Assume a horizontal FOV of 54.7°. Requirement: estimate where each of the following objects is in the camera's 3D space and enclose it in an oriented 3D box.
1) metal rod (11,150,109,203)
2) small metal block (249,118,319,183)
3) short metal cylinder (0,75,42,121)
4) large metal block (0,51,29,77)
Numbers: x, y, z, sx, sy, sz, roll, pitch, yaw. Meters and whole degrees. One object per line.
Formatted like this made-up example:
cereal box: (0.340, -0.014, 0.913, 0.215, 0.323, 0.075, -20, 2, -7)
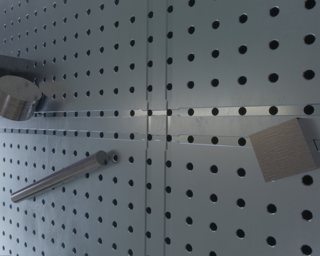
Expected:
metal rod: (-0.198, 0.098, 0.572, 0.299, 0.025, 0.025, -25, 74, 37)
small metal block: (0.124, 0.022, 0.307, 0.050, 0.025, 0.050, -26, 74, 37)
short metal cylinder: (-0.281, -0.058, 0.605, 0.080, 0.081, 0.050, 50, 120, 28)
large metal block: (-0.333, -0.118, 0.649, 0.050, 0.081, 0.079, 29, 108, 36)
